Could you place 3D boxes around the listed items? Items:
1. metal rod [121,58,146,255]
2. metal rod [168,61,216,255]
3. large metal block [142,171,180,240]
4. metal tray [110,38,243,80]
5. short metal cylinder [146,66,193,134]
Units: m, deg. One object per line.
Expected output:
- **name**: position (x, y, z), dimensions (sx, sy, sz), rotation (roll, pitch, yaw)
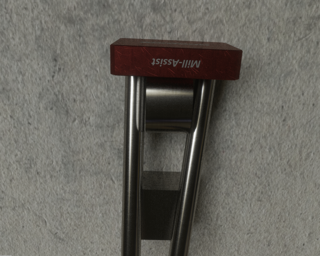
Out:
- **metal rod**: position (-0.033, 0.060, 0.384), dimensions (0.025, 0.025, 0.298), rotation (2, 95, -1)
- **metal rod**: position (0.038, 0.063, 0.385), dimensions (0.025, 0.025, 0.298), rotation (8, 95, -3)
- **large metal block**: position (0.002, 0.108, 0.435), dimensions (0.081, 0.050, 0.079), rotation (2, 110, -1)
- **metal tray**: position (0.016, -0.079, 0.347), dimensions (0.131, 0.090, 0.030), rotation (2, 110, -1)
- **short metal cylinder**: position (0.009, -0.033, 0.370), dimensions (0.050, 0.080, 0.079), rotation (2, 110, -2)
